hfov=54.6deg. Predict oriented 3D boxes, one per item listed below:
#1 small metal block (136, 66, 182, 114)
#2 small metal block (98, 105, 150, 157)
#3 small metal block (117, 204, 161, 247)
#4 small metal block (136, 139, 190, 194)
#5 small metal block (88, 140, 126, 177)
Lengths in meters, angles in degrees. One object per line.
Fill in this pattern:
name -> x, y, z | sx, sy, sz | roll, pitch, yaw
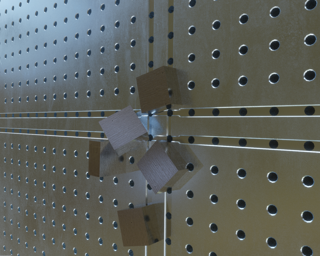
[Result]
small metal block -> -0.002, -0.049, 0.412 | 0.050, 0.025, 0.050 | -15, 80, 39
small metal block -> -0.050, 0.004, 0.434 | 0.050, 0.025, 0.050 | -29, 65, -10
small metal block -> -0.030, 0.137, 0.435 | 0.050, 0.025, 0.050 | -20, 78, 38
small metal block -> 0.003, 0.050, 0.408 | 0.050, 0.025, 0.050 | -51, 60, 28
small metal block -> -0.077, 0.043, 0.458 | 0.025, 0.050, 0.050 | 4, 93, 40
